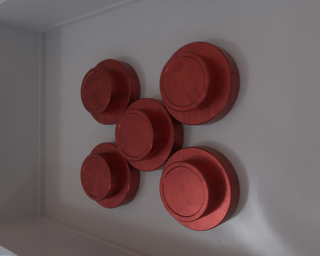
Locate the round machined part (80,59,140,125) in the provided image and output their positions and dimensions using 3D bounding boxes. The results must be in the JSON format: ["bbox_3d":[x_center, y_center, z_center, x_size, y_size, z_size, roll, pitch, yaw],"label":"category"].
[{"bbox_3d":[-0.080,-0.053,0.457,0.098,0.042,0.097,0,90,39],"label":"round machined part"}]

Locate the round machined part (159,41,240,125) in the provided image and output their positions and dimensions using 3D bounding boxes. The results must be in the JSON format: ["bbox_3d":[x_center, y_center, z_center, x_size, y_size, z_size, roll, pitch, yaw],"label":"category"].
[{"bbox_3d":[0.038,-0.052,0.361,0.098,0.042,0.097,0,90,39],"label":"round machined part"}]

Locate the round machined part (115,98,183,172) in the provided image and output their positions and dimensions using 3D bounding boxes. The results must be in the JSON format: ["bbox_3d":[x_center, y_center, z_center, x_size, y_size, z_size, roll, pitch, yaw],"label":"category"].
[{"bbox_3d":[-0.021,0.009,0.409,0.098,0.042,0.097,0,90,39],"label":"round machined part"}]

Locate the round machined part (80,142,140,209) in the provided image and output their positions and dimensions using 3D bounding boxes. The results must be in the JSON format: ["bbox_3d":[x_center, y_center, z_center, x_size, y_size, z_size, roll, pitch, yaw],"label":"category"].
[{"bbox_3d":[-0.080,0.070,0.457,0.098,0.042,0.097,0,90,39],"label":"round machined part"}]

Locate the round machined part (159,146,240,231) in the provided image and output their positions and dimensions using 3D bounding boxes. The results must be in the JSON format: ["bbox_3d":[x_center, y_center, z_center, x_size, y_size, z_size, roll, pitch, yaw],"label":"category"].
[{"bbox_3d":[0.038,0.071,0.361,0.098,0.042,0.097,0,90,39],"label":"round machined part"}]
